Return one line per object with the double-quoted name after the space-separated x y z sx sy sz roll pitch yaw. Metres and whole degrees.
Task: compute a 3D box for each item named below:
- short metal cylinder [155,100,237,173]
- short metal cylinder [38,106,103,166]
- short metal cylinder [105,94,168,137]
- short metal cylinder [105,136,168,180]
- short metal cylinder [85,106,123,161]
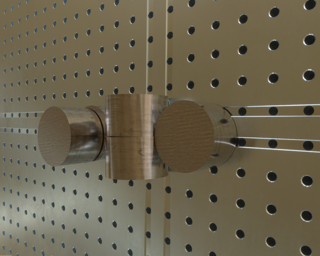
0.041 0.009 0.359 0.080 0.050 0.079 0 90 39 "short metal cylinder"
-0.125 0.011 0.429 0.080 0.050 0.079 0 90 40 "short metal cylinder"
-0.030 -0.016 0.399 0.080 0.081 0.050 1 92 40 "short metal cylinder"
-0.030 0.036 0.398 0.080 0.081 0.050 -1 89 40 "short metal cylinder"
-0.082 0.008 0.461 0.080 0.050 0.079 0 90 39 "short metal cylinder"
